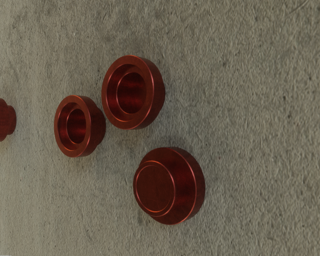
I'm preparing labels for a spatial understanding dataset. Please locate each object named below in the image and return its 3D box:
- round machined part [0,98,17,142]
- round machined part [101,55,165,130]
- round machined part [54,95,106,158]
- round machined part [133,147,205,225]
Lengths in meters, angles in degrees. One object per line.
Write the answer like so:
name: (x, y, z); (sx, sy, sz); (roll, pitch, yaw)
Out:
round machined part: (-0.355, -0.018, 0.688); (0.098, 0.042, 0.097); (0, 90, 40)
round machined part: (-0.032, -0.046, 0.420); (0.098, 0.042, 0.097); (0, 90, 40)
round machined part: (-0.125, -0.003, 0.497); (0.098, 0.042, 0.097); (0, 90, 40)
round machined part: (0.004, 0.073, 0.391); (0.098, 0.042, 0.097); (0, 90, 40)
